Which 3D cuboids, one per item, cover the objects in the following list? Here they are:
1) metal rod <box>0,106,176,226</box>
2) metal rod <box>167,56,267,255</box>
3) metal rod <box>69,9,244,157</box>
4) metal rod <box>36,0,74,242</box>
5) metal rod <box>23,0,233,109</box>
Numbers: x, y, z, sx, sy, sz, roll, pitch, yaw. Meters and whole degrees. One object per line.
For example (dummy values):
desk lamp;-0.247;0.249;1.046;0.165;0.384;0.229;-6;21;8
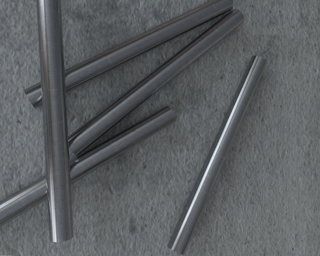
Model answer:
metal rod;-0.109;0.055;0.369;0.302;0.025;0.025;-31;101;-18
metal rod;0.085;0.031;0.441;0.025;0.025;0.299;29;80;-18
metal rod;0.003;-0.069;0.410;0.301;0.025;0.025;-40;103;-16
metal rod;-0.116;-0.028;0.338;0.025;0.025;0.298;-3;91;-20
metal rod;-0.026;-0.107;0.399;0.302;0.025;0.025;-31;101;-18
